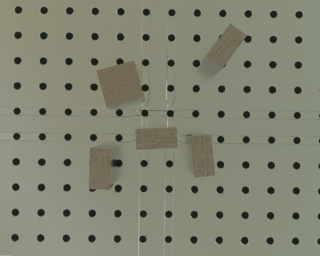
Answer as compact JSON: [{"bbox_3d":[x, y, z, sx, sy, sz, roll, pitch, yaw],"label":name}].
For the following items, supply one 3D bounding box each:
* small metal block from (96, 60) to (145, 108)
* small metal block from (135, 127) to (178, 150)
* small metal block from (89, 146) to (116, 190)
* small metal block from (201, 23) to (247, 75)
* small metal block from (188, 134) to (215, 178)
[{"bbox_3d":[-0.051,-0.057,0.413,0.050,0.025,0.050,-15,90,0],"label":"small metal block"},{"bbox_3d":[-0.004,0.013,0.401,0.050,0.050,0.025,-3,90,0],"label":"small metal block"},{"bbox_3d":[-0.073,0.049,0.400,0.025,0.050,0.050,2,90,0],"label":"small metal block"},{"bbox_3d":[0.081,-0.100,0.401,0.025,0.050,0.050,37,90,0],"label":"small metal block"},{"bbox_3d":[0.052,0.034,0.401,0.025,0.050,0.050,-5,90,0],"label":"small metal block"}]
